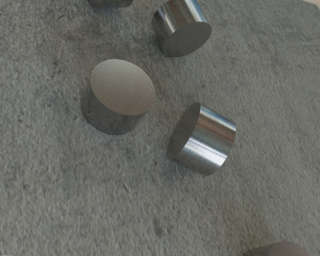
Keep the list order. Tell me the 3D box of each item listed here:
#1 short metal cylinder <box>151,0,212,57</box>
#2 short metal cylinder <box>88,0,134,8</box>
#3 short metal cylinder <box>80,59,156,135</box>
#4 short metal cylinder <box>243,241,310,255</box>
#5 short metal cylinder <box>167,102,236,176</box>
[{"bbox_3d":[0.033,-0.156,0.483,0.081,0.080,0.050,-10,67,-33],"label":"short metal cylinder"},{"bbox_3d":[-0.076,-0.223,0.465,0.050,0.080,0.080,-15,70,-34],"label":"short metal cylinder"},{"bbox_3d":[-0.053,-0.038,0.384,0.081,0.050,0.080,14,56,-21],"label":"short metal cylinder"},{"bbox_3d":[0.136,0.176,0.356,0.081,0.050,0.080,14,56,-21],"label":"short metal cylinder"},{"bbox_3d":[0.050,0.014,0.389,0.050,0.080,0.080,27,52,-12],"label":"short metal cylinder"}]
